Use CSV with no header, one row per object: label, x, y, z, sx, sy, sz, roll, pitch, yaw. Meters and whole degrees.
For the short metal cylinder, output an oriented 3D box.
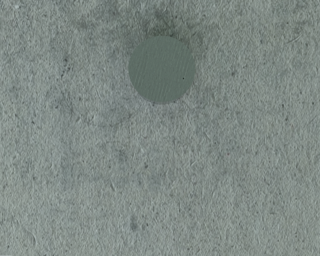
short metal cylinder,0.002,-0.071,0.397,0.080,0.050,0.080,0,90,0
